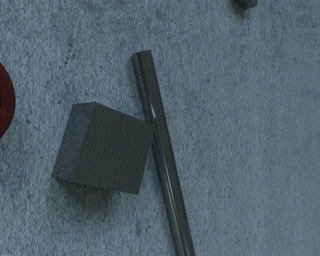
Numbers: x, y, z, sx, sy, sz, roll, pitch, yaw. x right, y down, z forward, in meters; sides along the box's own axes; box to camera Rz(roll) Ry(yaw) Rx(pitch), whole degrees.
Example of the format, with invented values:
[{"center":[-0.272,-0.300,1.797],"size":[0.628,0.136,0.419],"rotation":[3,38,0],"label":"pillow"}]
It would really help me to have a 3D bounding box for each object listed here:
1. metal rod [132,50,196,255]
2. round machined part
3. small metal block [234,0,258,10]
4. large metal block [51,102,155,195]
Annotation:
[{"center":[0.009,0.048,0.414],"size":[0.025,0.025,0.298],"rotation":[-21,104,-38],"label":"metal rod"},{"center":[-0.174,-0.023,0.248],"size":[0.099,0.042,0.097],"rotation":[0,90,-40],"label":"round machined part"},{"center":[0.146,-0.240,0.530],"size":[0.050,0.025,0.050],"rotation":[23,76,-38],"label":"small metal block"},{"center":[-0.060,0.024,0.340],"size":[0.080,0.050,0.080],"rotation":[22,76,-38],"label":"large metal block"}]
